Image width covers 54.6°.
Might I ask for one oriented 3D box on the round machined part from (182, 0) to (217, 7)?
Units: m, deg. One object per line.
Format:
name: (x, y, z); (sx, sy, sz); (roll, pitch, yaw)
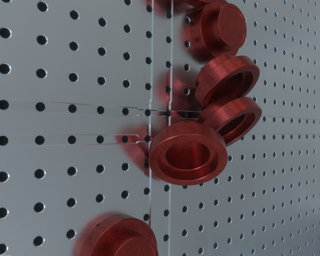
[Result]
round machined part: (0.044, -0.219, 0.433); (0.099, 0.042, 0.097); (0, 90, -40)

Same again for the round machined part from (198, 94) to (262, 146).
round machined part: (0.095, -0.012, 0.454); (0.099, 0.097, 0.042); (-7, 53, -40)

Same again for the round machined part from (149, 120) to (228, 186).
round machined part: (0.035, 0.029, 0.402); (0.098, 0.098, 0.042); (42, 30, -32)

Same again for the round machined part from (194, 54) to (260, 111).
round machined part: (0.091, -0.067, 0.450); (0.099, 0.097, 0.042); (-9, 55, -40)

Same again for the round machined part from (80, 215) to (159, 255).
round machined part: (-0.040, 0.156, 0.364); (0.099, 0.042, 0.097); (0, 90, -40)

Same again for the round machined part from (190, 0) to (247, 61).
round machined part: (0.096, -0.151, 0.477); (0.099, 0.042, 0.097); (0, 90, -40)
